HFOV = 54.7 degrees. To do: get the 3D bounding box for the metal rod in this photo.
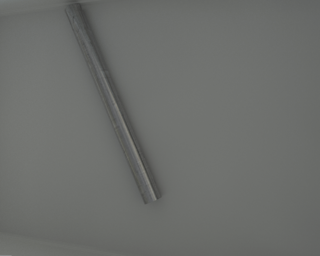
[{"bbox_3d":[-0.068,-0.039,0.433,0.025,0.025,0.299,-26,82,18],"label":"metal rod"}]
